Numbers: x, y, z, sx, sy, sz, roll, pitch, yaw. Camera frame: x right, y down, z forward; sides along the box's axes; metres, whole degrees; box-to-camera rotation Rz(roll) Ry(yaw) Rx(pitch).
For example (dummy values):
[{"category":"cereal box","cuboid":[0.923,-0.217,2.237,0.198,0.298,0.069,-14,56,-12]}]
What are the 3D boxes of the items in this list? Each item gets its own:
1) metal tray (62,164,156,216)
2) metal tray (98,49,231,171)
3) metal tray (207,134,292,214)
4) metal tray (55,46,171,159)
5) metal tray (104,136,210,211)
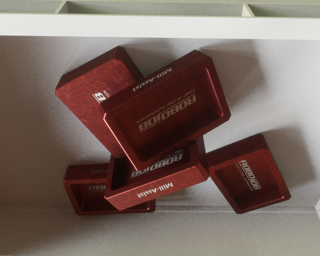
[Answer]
[{"category":"metal tray","cuboid":[-0.075,0.097,0.487,0.131,0.030,0.089,-3,130,2]},{"category":"metal tray","cuboid":[0.009,-0.019,0.355,0.131,0.030,0.090,-30,124,-5]},{"category":"metal tray","cuboid":[0.134,0.075,0.470,0.090,0.030,0.130,-24,127,18]},{"category":"metal tray","cuboid":[-0.051,-0.025,0.384,0.090,0.030,0.130,-23,127,18]},{"category":"metal tray","cuboid":[-0.006,0.045,0.404,0.130,0.090,0.030,-23,127,18]}]
